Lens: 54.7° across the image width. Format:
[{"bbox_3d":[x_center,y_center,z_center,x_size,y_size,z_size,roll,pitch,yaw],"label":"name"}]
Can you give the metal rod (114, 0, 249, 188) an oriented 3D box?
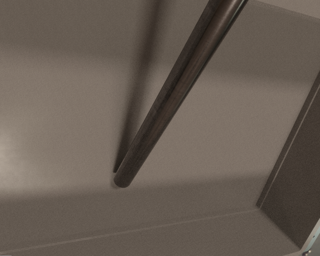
[{"bbox_3d":[0.002,-0.017,0.321,0.025,0.025,0.298,-2,145,-28],"label":"metal rod"}]
